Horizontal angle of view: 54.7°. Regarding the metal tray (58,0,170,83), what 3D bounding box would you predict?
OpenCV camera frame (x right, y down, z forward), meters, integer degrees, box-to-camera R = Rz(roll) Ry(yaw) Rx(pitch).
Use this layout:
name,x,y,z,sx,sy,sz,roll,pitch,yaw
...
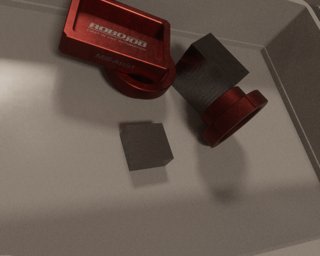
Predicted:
name,x,y,z,sx,sy,sz,roll,pitch,yaw
metal tray,-0.052,-0.117,0.393,0.131,0.030,0.090,15,56,-20

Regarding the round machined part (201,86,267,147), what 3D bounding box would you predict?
name,x,y,z,sx,sy,sz,roll,pitch,yaw
round machined part,0.095,-0.020,0.424,0.099,0.097,0.042,-28,73,-38

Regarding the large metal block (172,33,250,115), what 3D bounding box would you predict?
name,x,y,z,sx,sy,sz,roll,pitch,yaw
large metal block,0.068,-0.077,0.456,0.080,0.080,0.050,47,51,4

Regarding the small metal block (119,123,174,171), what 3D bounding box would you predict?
name,x,y,z,sx,sy,sz,roll,pitch,yaw
small metal block,-0.017,0.023,0.384,0.050,0.025,0.050,-4,64,-31

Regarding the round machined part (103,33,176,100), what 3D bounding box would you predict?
name,x,y,z,sx,sy,sz,roll,pitch,yaw
round machined part,-0.031,-0.080,0.428,0.099,0.042,0.098,14,56,-21
